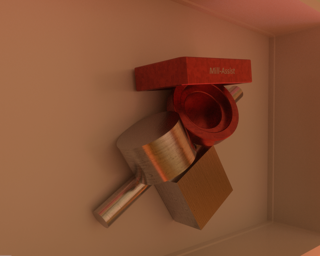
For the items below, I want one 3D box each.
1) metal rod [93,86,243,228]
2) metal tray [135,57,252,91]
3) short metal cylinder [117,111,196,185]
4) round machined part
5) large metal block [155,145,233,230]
[{"bbox_3d":[0.030,0.022,0.432,0.302,0.025,0.025,-40,115,-33],"label":"metal rod"},{"bbox_3d":[0.045,-0.068,0.400,0.131,0.090,0.030,-9,96,-40],"label":"metal tray"},{"bbox_3d":[-0.004,0.022,0.368,0.080,0.080,0.050,-41,115,-33],"label":"short metal cylinder"},{"bbox_3d":[0.054,-0.020,0.423,0.099,0.042,0.098,10,62,-20],"label":"round machined part"},{"bbox_3d":[0.046,0.078,0.428,0.080,0.050,0.080,-40,115,-33],"label":"large metal block"}]
